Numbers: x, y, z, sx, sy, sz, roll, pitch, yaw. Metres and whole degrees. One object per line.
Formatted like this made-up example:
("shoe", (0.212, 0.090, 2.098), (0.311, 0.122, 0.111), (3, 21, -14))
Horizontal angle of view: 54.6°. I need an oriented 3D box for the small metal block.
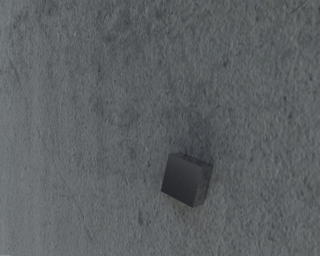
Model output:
("small metal block", (0.032, 0.062, 0.379), (0.050, 0.025, 0.050), (20, 102, 38))
